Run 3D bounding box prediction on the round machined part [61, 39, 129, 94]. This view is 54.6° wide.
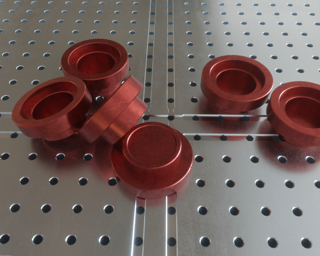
[{"bbox_3d":[-0.096,-0.090,0.472,0.099,0.042,0.098,0,50,0],"label":"round machined part"}]

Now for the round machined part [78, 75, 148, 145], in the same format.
[{"bbox_3d":[-0.053,-0.017,0.387,0.042,0.098,0.098,43,55,-11],"label":"round machined part"}]

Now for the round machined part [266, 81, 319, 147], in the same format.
[{"bbox_3d":[0.190,-0.014,0.410,0.099,0.042,0.098,0,50,0],"label":"round machined part"}]

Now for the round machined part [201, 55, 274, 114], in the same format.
[{"bbox_3d":[0.108,-0.058,0.447,0.099,0.042,0.098,0,50,0],"label":"round machined part"}]

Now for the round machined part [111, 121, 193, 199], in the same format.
[{"bbox_3d":[-0.009,0.031,0.371,0.099,0.042,0.098,0,50,0],"label":"round machined part"}]

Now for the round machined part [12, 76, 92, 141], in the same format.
[{"bbox_3d":[-0.135,-0.021,0.404,0.098,0.042,0.098,-10,42,10],"label":"round machined part"}]
